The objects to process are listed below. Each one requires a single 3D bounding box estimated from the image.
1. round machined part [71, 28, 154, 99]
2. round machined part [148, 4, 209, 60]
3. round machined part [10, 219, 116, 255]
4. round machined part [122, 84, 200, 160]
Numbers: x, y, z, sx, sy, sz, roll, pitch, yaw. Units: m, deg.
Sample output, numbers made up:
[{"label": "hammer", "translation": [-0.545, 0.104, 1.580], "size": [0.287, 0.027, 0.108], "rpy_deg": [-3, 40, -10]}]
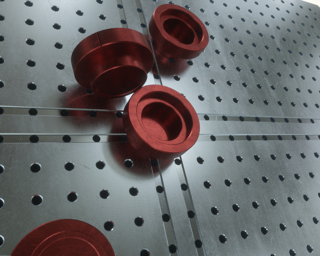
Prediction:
[{"label": "round machined part", "translation": [-0.054, -0.071, 0.375], "size": [0.099, 0.098, 0.042], "rpy_deg": [-5, 64, -31]}, {"label": "round machined part", "translation": [0.026, -0.149, 0.502], "size": [0.099, 0.042, 0.098], "rpy_deg": [13, 56, -21]}, {"label": "round machined part", "translation": [-0.084, 0.129, 0.273], "size": [0.099, 0.042, 0.098], "rpy_deg": [13, 56, -21]}, {"label": "round machined part", "translation": [-0.002, -0.004, 0.398], "size": [0.099, 0.042, 0.098], "rpy_deg": [13, 56, -21]}]
